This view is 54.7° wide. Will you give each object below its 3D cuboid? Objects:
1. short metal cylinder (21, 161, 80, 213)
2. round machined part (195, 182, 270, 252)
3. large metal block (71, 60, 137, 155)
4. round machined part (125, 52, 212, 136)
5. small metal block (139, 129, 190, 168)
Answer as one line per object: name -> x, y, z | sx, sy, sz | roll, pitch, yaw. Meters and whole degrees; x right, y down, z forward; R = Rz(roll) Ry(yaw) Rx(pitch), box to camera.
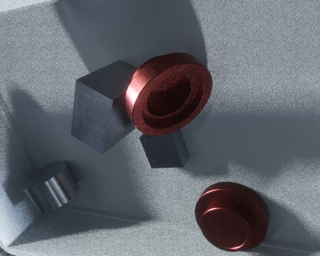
short metal cylinder -> -0.186, 0.099, 0.530 | 0.080, 0.080, 0.050 | -11, 113, 32
round machined part -> 0.093, 0.126, 0.417 | 0.098, 0.042, 0.097 | 10, 115, 23
large metal block -> -0.060, -0.028, 0.383 | 0.050, 0.080, 0.079 | 30, 128, 15
round machined part -> 0.006, -0.041, 0.344 | 0.042, 0.099, 0.097 | 54, 139, 37
small metal block -> 0.007, 0.026, 0.420 | 0.050, 0.025, 0.050 | -7, 115, 30
